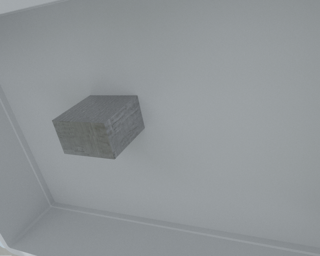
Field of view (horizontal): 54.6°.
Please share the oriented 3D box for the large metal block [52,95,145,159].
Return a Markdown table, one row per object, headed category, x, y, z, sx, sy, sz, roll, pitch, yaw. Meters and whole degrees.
| category | x | y | z | sx | sy | sz | roll | pitch | yaw |
| --- | --- | --- | --- | --- | --- | --- | --- | --- | --- |
| large metal block | -0.078 | -0.005 | 0.412 | 0.080 | 0.080 | 0.050 | 3 | 120 | 27 |
